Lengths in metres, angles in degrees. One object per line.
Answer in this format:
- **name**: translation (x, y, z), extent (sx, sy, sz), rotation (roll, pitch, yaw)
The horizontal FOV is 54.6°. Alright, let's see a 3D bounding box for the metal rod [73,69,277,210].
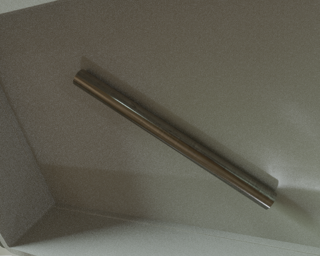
- **metal rod**: translation (0.015, 0.011, 0.408), extent (0.301, 0.025, 0.025), rotation (33, 129, 6)
